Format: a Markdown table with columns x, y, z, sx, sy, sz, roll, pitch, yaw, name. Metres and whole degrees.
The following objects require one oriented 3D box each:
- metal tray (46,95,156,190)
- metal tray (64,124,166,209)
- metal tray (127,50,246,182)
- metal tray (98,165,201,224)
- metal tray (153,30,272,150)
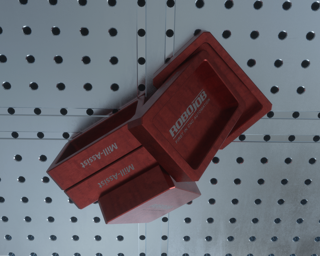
| x | y | z | sx | sy | sz | roll | pitch | yaw | name |
| --- | --- | --- | --- | --- | --- | --- | --- | --- | --- |
| -0.067 | 0.015 | 0.383 | 0.130 | 0.090 | 0.030 | -31 | 108 | 10 | metal tray |
| -0.049 | 0.039 | 0.391 | 0.130 | 0.090 | 0.030 | -31 | 108 | 10 | metal tray |
| 0.036 | -0.015 | 0.348 | 0.090 | 0.030 | 0.130 | 49 | 58 | -16 | metal tray |
| -0.007 | 0.089 | 0.397 | 0.090 | 0.130 | 0.030 | -31 | 66 | 11 | metal tray |
| 0.066 | -0.046 | 0.394 | 0.090 | 0.030 | 0.130 | -42 | 105 | 13 | metal tray |
